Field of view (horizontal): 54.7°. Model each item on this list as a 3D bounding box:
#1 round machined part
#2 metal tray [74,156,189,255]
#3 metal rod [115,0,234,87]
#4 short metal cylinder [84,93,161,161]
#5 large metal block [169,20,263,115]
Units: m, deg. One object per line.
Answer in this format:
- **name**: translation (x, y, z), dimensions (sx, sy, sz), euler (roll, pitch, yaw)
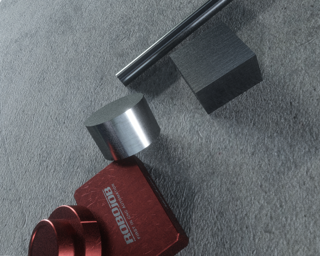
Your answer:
- **round machined part**: translation (-0.111, 0.136, 0.343), dimensions (0.098, 0.042, 0.098), euler (-13, 71, 42)
- **metal tray**: translation (-0.038, 0.101, 0.357), dimensions (0.090, 0.030, 0.130), euler (-38, 51, 2)
- **metal rod**: translation (0.056, -0.167, 0.475), dimensions (0.300, 0.025, 0.025), euler (-39, 51, 1)
- **short metal cylinder**: translation (-0.046, -0.003, 0.390), dimensions (0.080, 0.050, 0.080), euler (-23, 21, 9)
- **large metal block**: translation (0.071, -0.078, 0.398), dimensions (0.080, 0.050, 0.080), euler (-33, 52, 6)
